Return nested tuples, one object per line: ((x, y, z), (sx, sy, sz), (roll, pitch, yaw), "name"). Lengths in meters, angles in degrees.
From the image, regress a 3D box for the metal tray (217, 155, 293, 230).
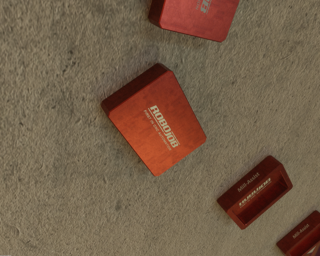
((0.179, 0.122, 0.576), (0.130, 0.030, 0.090), (-40, 130, -1), "metal tray")

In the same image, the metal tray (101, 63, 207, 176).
((-0.003, -0.006, 0.398), (0.090, 0.030, 0.130), (-36, 129, -4), "metal tray")

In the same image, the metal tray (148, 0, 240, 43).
((0.048, -0.165, 0.328), (0.091, 0.030, 0.129), (3, 117, -30), "metal tray")

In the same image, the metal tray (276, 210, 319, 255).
((0.358, 0.273, 0.767), (0.130, 0.030, 0.090), (-40, 130, -1), "metal tray")
